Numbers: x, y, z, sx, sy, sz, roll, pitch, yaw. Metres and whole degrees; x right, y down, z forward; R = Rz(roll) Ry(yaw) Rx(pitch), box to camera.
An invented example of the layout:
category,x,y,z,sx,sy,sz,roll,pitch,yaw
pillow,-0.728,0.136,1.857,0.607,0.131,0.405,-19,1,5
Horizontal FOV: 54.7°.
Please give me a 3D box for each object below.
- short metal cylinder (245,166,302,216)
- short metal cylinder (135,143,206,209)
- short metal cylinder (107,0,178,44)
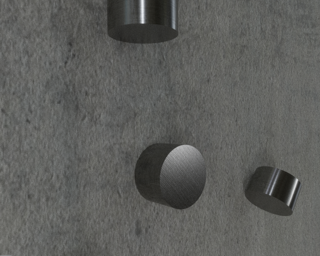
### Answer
category,x,y,z,sx,sy,sz,roll,pitch,yaw
short metal cylinder,0.196,0.110,0.537,0.080,0.080,0.050,46,62,-31
short metal cylinder,0.014,0.060,0.403,0.081,0.050,0.079,0,90,-40
short metal cylinder,-0.019,-0.132,0.354,0.081,0.080,0.050,-1,91,-40
